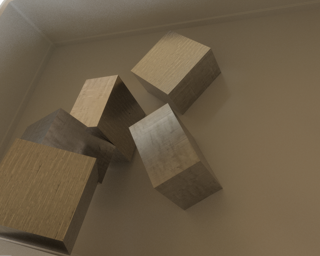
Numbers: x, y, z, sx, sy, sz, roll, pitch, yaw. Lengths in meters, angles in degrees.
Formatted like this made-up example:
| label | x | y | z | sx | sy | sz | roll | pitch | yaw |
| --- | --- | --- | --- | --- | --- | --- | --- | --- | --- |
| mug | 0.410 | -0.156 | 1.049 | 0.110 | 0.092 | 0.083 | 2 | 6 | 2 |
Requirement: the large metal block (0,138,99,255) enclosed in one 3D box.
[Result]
| label | x | y | z | sx | sy | sz | roll | pitch | yaw |
| --- | --- | --- | --- | --- | --- | --- | --- | --- | --- |
| large metal block | -0.111 | 0.065 | 0.295 | 0.080 | 0.050 | 0.080 | 14 | 54 | 2 |

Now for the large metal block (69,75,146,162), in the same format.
| label | x | y | z | sx | sy | sz | roll | pitch | yaw |
| --- | --- | --- | --- | --- | --- | --- | --- | --- | --- |
| large metal block | -0.068 | -0.010 | 0.404 | 0.050 | 0.080 | 0.080 | -4 | 53 | 26 |

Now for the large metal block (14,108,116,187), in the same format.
| label | x | y | z | sx | sy | sz | roll | pitch | yaw |
| --- | --- | --- | --- | --- | --- | --- | --- | --- | --- |
| large metal block | -0.114 | 0.030 | 0.362 | 0.080 | 0.080 | 0.050 | -19 | 42 | 40 |

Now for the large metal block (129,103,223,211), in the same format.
| label | x | y | z | sx | sy | sz | roll | pitch | yaw |
| --- | --- | --- | --- | --- | --- | --- | --- | --- | --- |
| large metal block | 0.018 | 0.033 | 0.340 | 0.050 | 0.080 | 0.080 | -32 | 52 | 7 |

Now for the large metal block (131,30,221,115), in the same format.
| label | x | y | z | sx | sy | sz | roll | pitch | yaw |
| --- | --- | --- | --- | --- | --- | --- | --- | --- | --- |
| large metal block | 0.022 | -0.077 | 0.425 | 0.080 | 0.050 | 0.080 | -48 | 52 | -6 |
